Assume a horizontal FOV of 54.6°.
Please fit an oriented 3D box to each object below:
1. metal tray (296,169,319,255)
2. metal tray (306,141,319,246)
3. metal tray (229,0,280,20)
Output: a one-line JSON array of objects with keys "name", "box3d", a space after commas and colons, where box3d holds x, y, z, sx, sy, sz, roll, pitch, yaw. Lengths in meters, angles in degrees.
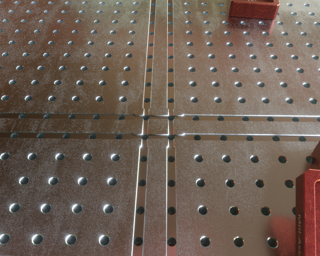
[{"name": "metal tray", "box3d": [0.174, 0.107, 0.279, 0.090, 0.030, 0.130, 5, 72, 10]}, {"name": "metal tray", "box3d": [0.216, 0.075, 0.342, 0.090, 0.030, 0.130, 18, 52, 14]}, {"name": "metal tray", "box3d": [0.189, -0.273, 0.634, 0.090, 0.030, 0.130, 7, 50, 5]}]
